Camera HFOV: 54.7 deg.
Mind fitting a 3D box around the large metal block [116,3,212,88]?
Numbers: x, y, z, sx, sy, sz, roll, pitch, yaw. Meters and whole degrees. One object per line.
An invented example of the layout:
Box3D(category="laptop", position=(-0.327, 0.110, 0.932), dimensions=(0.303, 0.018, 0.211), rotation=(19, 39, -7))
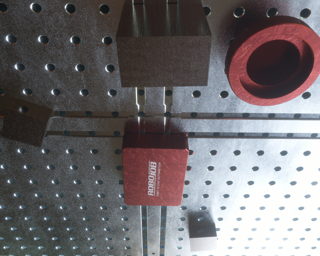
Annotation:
Box3D(category="large metal block", position=(0.004, -0.083, 0.305), dimensions=(0.081, 0.080, 0.050), rotation=(-1, 130, 0))

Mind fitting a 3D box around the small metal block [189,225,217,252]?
Box3D(category="small metal block", position=(0.082, 0.212, 0.593), dimensions=(0.050, 0.025, 0.050), rotation=(-5, 130, 3))

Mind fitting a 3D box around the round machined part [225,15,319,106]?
Box3D(category="round machined part", position=(0.120, -0.075, 0.338), dimensions=(0.099, 0.042, 0.097), rotation=(-1, 130, 0))

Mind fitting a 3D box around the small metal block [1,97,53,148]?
Box3D(category="small metal block", position=(-0.173, -0.006, 0.404), dimensions=(0.050, 0.025, 0.050), rotation=(18, 128, -16))

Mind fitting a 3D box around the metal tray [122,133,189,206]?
Box3D(category="metal tray", position=(-0.009, 0.066, 0.465), dimensions=(0.091, 0.030, 0.129), rotation=(2, 130, -2))
